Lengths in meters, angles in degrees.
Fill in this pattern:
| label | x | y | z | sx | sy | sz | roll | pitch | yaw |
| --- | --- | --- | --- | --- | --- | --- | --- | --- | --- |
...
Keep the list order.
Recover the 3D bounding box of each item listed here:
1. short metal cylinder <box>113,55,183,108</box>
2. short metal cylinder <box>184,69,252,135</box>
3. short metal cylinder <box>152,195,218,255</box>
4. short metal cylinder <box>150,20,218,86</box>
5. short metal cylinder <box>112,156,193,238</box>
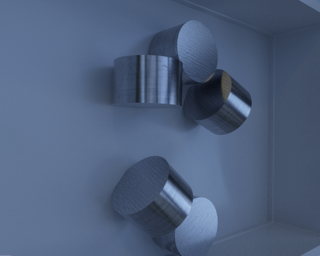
| label | x | y | z | sx | sy | sz | roll | pitch | yaw |
| --- | --- | --- | --- | --- | --- | --- | --- | --- | --- |
| short metal cylinder | -0.014 | -0.051 | 0.360 | 0.081 | 0.080 | 0.050 | 2 | 89 | -40 |
| short metal cylinder | 0.082 | -0.036 | 0.442 | 0.050 | 0.080 | 0.080 | 31 | 71 | -36 |
| short metal cylinder | 0.033 | 0.130 | 0.420 | 0.081 | 0.050 | 0.079 | 0 | 90 | -40 |
| short metal cylinder | 0.033 | -0.098 | 0.417 | 0.081 | 0.050 | 0.080 | 2 | 87 | -43 |
| short metal cylinder | -0.009 | 0.080 | 0.366 | 0.050 | 0.080 | 0.080 | 50 | 61 | -29 |
